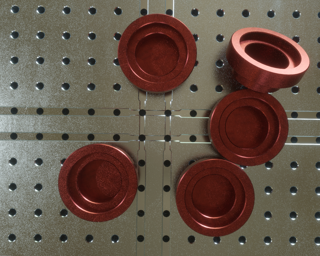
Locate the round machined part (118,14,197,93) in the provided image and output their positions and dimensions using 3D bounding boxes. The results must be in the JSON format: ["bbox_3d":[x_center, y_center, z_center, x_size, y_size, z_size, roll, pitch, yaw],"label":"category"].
[{"bbox_3d":[-0.003,-0.094,0.405,0.099,0.042,0.097,0,90,-1],"label":"round machined part"}]

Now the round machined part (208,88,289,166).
[{"bbox_3d":[0.112,-0.001,0.406,0.099,0.042,0.097,0,90,-1],"label":"round machined part"}]

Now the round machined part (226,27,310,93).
[{"bbox_3d":[0.130,-0.082,0.390,0.099,0.042,0.098,7,48,-7],"label":"round machined part"}]

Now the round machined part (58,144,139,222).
[{"bbox_3d":[-0.077,0.068,0.404,0.099,0.042,0.097,0,90,-1],"label":"round machined part"}]

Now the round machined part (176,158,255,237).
[{"bbox_3d":[0.069,0.087,0.406,0.099,0.042,0.097,0,90,-1],"label":"round machined part"}]
